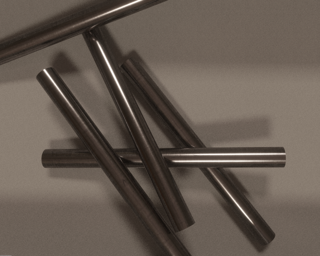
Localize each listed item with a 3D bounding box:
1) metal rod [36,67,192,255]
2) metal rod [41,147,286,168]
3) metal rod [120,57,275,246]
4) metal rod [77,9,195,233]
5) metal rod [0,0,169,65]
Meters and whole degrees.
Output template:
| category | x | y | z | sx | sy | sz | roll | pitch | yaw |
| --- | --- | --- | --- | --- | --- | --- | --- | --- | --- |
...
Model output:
| category | x | y | z | sx | sy | sz | roll | pitch | yaw |
| --- | --- | --- | --- | --- | --- | --- | --- | --- | --- |
| metal rod | -0.052 | 0.052 | 0.372 | 0.025 | 0.025 | 0.299 | -37 | 85 | 0 |
| metal rod | -0.001 | 0.038 | 0.392 | 0.302 | 0.025 | 0.025 | -1 | 90 | 7 |
| metal rod | 0.050 | 0.031 | 0.412 | 0.025 | 0.025 | 0.300 | -39 | 90 | 0 |
| metal rod | -0.037 | -0.019 | 0.380 | 0.025 | 0.025 | 0.299 | -26 | 78 | 0 |
| metal rod | -0.109 | -0.126 | 0.382 | 0.301 | 0.025 | 0.025 | -17 | 90 | 10 |
